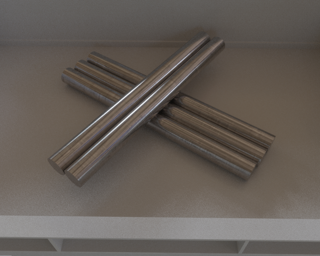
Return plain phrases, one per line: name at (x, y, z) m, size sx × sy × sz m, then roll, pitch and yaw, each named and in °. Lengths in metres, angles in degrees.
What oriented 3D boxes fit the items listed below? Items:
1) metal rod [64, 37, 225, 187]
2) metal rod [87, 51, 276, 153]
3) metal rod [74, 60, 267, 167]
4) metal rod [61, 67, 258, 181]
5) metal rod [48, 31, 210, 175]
metal rod at (-0.001, -0.038, 0.403) m, size 0.025 × 0.025 × 0.301 m, roll 30°, pitch 56°, yaw 23°
metal rod at (0.015, -0.045, 0.441) m, size 0.300 × 0.025 × 0.025 m, roll 28°, pitch 56°, yaw 21°
metal rod at (0.000, -0.029, 0.427) m, size 0.300 × 0.025 × 0.025 m, roll 28°, pitch 55°, yaw 21°
metal rod at (-0.016, -0.014, 0.415) m, size 0.300 × 0.025 × 0.025 m, roll 28°, pitch 55°, yaw 21°
metal rod at (-0.022, -0.050, 0.412) m, size 0.025 × 0.025 × 0.301 m, roll 30°, pitch 56°, yaw 23°
